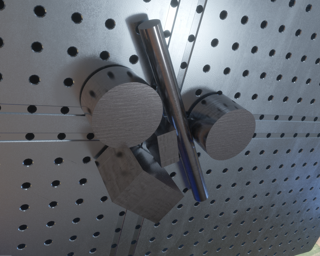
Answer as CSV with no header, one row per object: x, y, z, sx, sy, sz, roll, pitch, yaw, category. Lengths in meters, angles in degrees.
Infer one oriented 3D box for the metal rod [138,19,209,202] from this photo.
0.028,0.000,0.422,0.025,0.025,0.299,-28,128,-11,metal rod

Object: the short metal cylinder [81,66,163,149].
-0.044,-0.024,0.352,0.081,0.050,0.079,-14,124,-21,short metal cylinder

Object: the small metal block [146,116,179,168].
0.000,0.014,0.399,0.025,0.050,0.050,-20,126,-17,small metal block

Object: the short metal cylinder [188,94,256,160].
0.086,-0.001,0.436,0.081,0.050,0.079,-14,124,-21,short metal cylinder

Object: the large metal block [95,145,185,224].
-0.027,0.064,0.395,0.050,0.080,0.080,-47,129,5,large metal block
